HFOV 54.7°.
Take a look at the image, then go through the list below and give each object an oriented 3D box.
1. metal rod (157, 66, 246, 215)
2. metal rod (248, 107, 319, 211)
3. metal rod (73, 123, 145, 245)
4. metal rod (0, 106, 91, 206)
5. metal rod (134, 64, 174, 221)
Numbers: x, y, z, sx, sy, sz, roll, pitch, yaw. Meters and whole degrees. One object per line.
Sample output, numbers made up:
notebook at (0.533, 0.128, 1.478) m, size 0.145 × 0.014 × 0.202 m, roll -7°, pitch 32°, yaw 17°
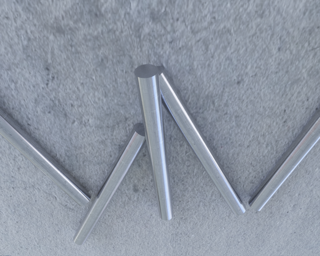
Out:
metal rod at (0.064, 0.037, 0.439) m, size 0.025 × 0.025 × 0.300 m, roll -22°, pitch 127°, yaw 17°
metal rod at (0.200, 0.019, 0.426) m, size 0.025 × 0.025 × 0.298 m, roll 12°, pitch 129°, yaw -10°
metal rod at (-0.087, 0.105, 0.495) m, size 0.025 × 0.025 × 0.298 m, roll 20°, pitch 127°, yaw -16°
metal rod at (-0.189, 0.014, 0.416) m, size 0.025 × 0.025 × 0.299 m, roll -21°, pitch 128°, yaw 16°
metal rod at (-0.002, 0.045, 0.427) m, size 0.025 × 0.025 × 0.298 m, roll -4°, pitch 136°, yaw 3°
